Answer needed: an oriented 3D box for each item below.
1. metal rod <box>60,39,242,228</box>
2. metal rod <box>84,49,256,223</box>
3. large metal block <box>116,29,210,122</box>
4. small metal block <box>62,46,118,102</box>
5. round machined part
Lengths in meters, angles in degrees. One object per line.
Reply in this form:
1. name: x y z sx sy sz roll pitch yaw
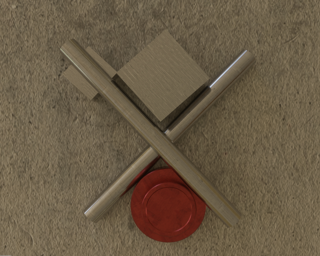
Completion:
1. metal rod: -0.011 0.007 0.385 0.025 0.025 0.300 -44 91 0
2. metal rod: 0.014 0.010 0.413 0.025 0.025 0.300 45 89 -1
3. large metal block: 0.004 -0.064 0.400 0.080 0.050 0.080 -42 91 0
4. small metal block: -0.090 -0.071 0.411 0.050 0.025 0.050 43 90 -1
5. round machined part: 0.011 0.101 0.402 0.099 0.042 0.097 0 90 -1
